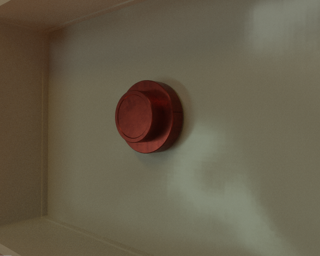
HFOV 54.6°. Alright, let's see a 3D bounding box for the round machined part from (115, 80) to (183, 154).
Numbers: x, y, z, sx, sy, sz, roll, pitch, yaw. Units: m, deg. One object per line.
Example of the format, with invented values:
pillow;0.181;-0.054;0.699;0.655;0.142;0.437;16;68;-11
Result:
round machined part;-0.021;-0.015;0.411;0.098;0.042;0.097;0;90;40
